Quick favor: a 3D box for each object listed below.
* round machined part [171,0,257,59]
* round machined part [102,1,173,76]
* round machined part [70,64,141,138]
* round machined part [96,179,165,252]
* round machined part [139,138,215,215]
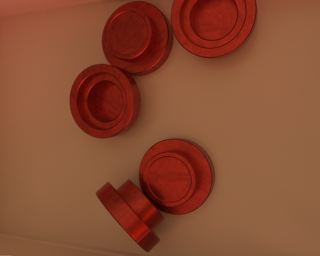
[{"bbox_3d":[0.066,-0.133,0.373,0.098,0.042,0.097,3,99,19],"label":"round machined part"},{"bbox_3d":[-0.035,-0.121,0.414,0.098,0.042,0.097,0,90,20],"label":"round machined part"},{"bbox_3d":[-0.070,-0.036,0.424,0.098,0.042,0.097,2,94,21],"label":"round machined part"},{"bbox_3d":[-0.032,0.103,0.389,0.042,0.098,0.098,-42,76,-13],"label":"round machined part"},{"bbox_3d":[0.018,0.062,0.395,0.098,0.042,0.097,0,90,19],"label":"round machined part"}]
